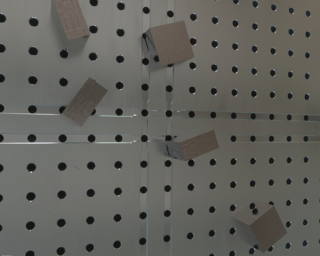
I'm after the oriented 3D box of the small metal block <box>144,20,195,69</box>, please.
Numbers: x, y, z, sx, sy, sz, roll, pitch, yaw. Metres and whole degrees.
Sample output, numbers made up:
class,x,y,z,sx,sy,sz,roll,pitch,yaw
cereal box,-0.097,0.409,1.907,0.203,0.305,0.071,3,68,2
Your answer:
class,x,y,z,sx,sy,sz,roll,pitch,yaw
small metal block,0.012,-0.111,0.417,0.050,0.025,0.050,-19,97,-19

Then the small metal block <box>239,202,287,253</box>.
class,x,y,z,sx,sy,sz,roll,pitch,yaw
small metal block,0.157,0.150,0.470,0.050,0.025,0.050,-31,100,-17

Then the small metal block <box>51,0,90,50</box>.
class,x,y,z,sx,sy,sz,roll,pitch,yaw
small metal block,-0.105,-0.123,0.360,0.025,0.050,0.050,-21,97,-19

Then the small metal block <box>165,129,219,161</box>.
class,x,y,z,sx,sy,sz,roll,pitch,yaw
small metal block,0.042,0.022,0.415,0.050,0.050,0.025,-19,97,-19

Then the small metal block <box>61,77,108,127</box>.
class,x,y,z,sx,sy,sz,roll,pitch,yaw
small metal block,-0.091,-0.029,0.366,0.025,0.050,0.050,37,78,-16
